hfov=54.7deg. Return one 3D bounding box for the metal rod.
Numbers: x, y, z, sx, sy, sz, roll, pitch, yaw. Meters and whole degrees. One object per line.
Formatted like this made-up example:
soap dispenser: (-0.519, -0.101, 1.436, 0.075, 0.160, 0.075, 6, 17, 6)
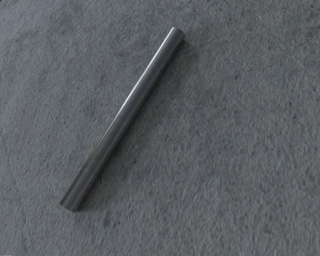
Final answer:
metal rod: (-0.046, -0.021, 0.439, 0.025, 0.025, 0.300, 20, 72, 35)
